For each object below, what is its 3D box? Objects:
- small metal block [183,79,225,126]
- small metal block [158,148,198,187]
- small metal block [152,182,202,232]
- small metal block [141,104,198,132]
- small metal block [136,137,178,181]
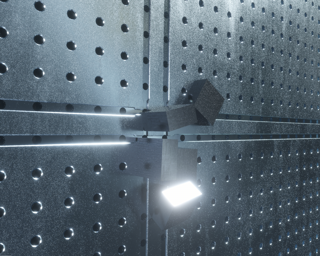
[{"bbox_3d":[0.066,-0.038,0.467,0.050,0.025,0.050,42,65,-33],"label":"small metal block"},{"bbox_3d":[0.025,0.053,0.433,0.050,0.025,0.050,4,88,-40],"label":"small metal block"},{"bbox_3d":[0.022,0.104,0.415,0.050,0.025,0.050,-11,132,-40],"label":"small metal block"},{"bbox_3d":[0.012,-0.014,0.405,0.050,0.050,0.025,-18,102,-39],"label":"small metal block"},{"bbox_3d":[-0.005,0.038,0.391,0.025,0.050,0.050,5,87,-40],"label":"small metal block"}]
